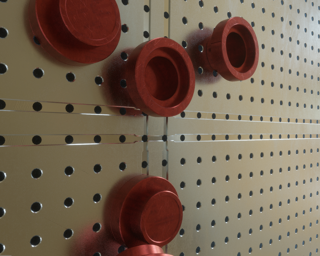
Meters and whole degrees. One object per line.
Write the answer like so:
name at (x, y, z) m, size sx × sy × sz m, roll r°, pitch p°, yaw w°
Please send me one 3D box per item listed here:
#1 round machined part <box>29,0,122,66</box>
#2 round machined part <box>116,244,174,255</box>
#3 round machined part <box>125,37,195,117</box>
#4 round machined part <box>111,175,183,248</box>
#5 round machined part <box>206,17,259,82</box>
round machined part at (-0.082, -0.118, 0.330) m, size 0.099 × 0.042 × 0.097 m, roll 0°, pitch 90°, yaw -40°
round machined part at (-0.022, 0.173, 0.360) m, size 0.099 × 0.042 × 0.097 m, roll -11°, pitch 131°, yaw -13°
round machined part at (-0.004, -0.062, 0.397) m, size 0.099 × 0.042 × 0.097 m, roll 0°, pitch 90°, yaw -40°
round machined part at (-0.009, 0.111, 0.393) m, size 0.099 × 0.042 × 0.097 m, roll 0°, pitch 90°, yaw -40°
round machined part at (0.112, -0.123, 0.495) m, size 0.099 × 0.042 × 0.097 m, roll 0°, pitch 90°, yaw -40°
